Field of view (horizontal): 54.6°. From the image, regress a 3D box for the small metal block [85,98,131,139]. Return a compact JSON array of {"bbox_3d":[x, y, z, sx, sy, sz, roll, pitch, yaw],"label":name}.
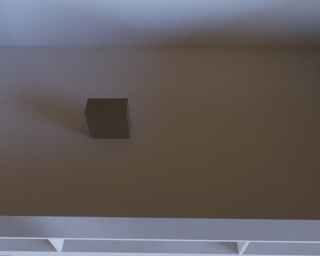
[{"bbox_3d":[-0.065,-0.012,0.399,0.050,0.050,0.025,0,50,0],"label":"small metal block"}]
